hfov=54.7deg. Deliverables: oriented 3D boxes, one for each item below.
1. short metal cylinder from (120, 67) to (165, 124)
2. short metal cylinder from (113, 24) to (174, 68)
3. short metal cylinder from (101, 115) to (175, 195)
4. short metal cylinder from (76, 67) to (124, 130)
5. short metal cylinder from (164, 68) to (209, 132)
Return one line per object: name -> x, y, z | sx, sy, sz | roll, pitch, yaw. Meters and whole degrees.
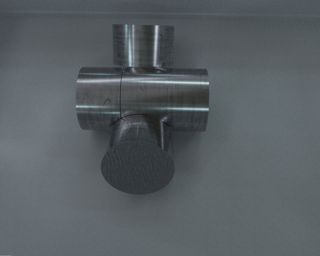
short metal cylinder -> -0.019, -0.036, 0.391 | 0.050, 0.080, 0.080 | 1, 70, 1
short metal cylinder -> -0.022, -0.110, 0.411 | 0.080, 0.080, 0.050 | 2, 108, 0
short metal cylinder -> -0.024, 0.031, 0.359 | 0.081, 0.079, 0.050 | 0, 36, 0
short metal cylinder -> -0.070, -0.037, 0.392 | 0.050, 0.080, 0.080 | 1, 70, 1
short metal cylinder -> 0.031, -0.035, 0.392 | 0.050, 0.080, 0.080 | 1, 70, 1
